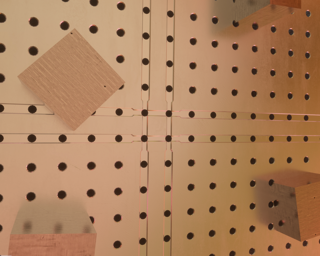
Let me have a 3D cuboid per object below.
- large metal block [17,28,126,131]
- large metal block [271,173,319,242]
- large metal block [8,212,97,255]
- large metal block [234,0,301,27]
[{"bbox_3d":[-0.102,-0.053,0.362,0.080,0.050,0.080,-47,105,-14],"label":"large metal block"},{"bbox_3d":[0.227,0.119,0.483,0.081,0.050,0.080,-9,93,-20],"label":"large metal block"},{"bbox_3d":[-0.118,0.128,0.340,0.081,0.080,0.050,6,88,-20],"label":"large metal block"},{"bbox_3d":[0.149,-0.197,0.437,0.050,0.080,0.080,0,90,-20],"label":"large metal block"}]
